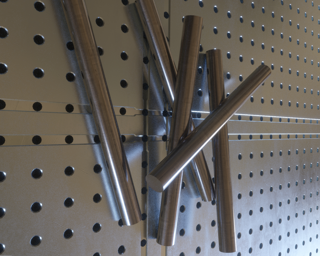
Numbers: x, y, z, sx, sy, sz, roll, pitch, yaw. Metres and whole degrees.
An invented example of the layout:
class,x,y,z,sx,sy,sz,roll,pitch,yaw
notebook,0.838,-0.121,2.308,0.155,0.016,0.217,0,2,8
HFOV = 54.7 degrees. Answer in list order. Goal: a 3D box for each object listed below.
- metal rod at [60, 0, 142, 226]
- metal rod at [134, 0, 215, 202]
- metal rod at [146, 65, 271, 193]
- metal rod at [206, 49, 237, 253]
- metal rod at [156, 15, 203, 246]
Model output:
class,x,y,z,sx,sy,sz,roll,pitch,yaw
metal rod,-0.068,-0.029,0.353,0.025,0.025,0.298,-22,104,-38
metal rod,0.027,-0.029,0.434,0.025,0.025,0.298,-32,110,-36
metal rod,0.085,-0.017,0.433,0.302,0.025,0.025,-41,115,-37
metal rod,0.091,0.030,0.466,0.025,0.025,0.298,2,82,-40
metal rod,0.025,0.006,0.408,0.025,0.025,0.298,4,95,-40
